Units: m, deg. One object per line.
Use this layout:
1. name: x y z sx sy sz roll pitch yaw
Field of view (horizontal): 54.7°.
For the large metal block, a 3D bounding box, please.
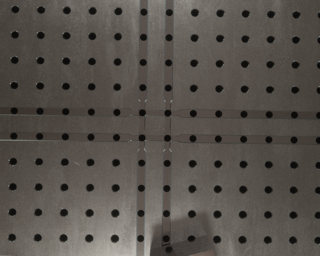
1. large metal block: 0.036 0.196 0.402 0.080 0.050 0.080 -14 90 -1
